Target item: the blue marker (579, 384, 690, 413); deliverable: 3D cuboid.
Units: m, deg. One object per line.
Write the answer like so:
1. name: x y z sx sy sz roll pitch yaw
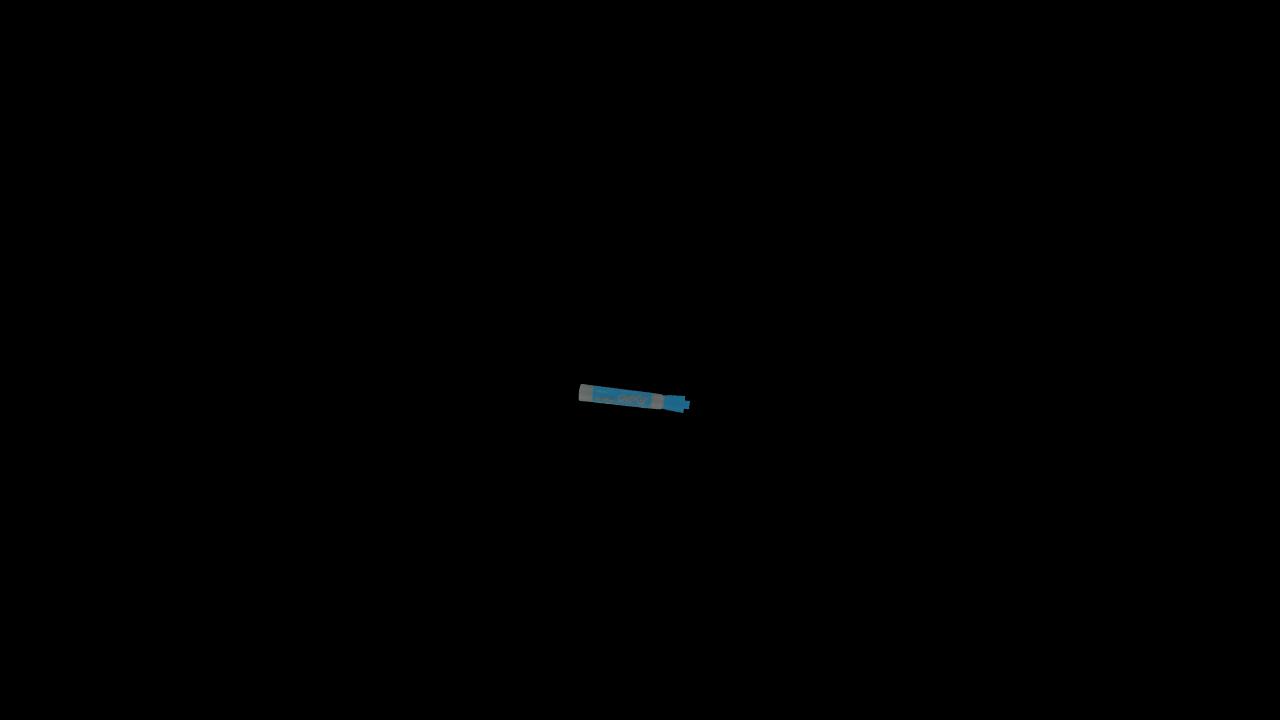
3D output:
1. blue marker: -0.006 0.042 0.672 0.121 0.020 0.020 7 0 3
